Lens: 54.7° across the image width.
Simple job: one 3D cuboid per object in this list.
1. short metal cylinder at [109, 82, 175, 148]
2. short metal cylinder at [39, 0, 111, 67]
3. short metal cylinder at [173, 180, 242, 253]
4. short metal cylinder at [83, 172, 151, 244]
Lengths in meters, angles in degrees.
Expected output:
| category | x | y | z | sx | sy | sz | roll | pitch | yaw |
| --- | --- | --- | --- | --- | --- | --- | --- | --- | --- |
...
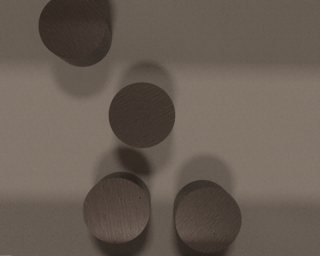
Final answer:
| category | x | y | z | sx | sy | sz | roll | pitch | yaw |
| --- | --- | --- | --- | --- | --- | --- | --- | --- | --- |
| short metal cylinder | -0.022 | -0.016 | 0.399 | 0.081 | 0.050 | 0.079 | 0 | 90 | -1 |
| short metal cylinder | -0.106 | -0.123 | 0.397 | 0.081 | 0.050 | 0.079 | 0 | 90 | -1 |
| short metal cylinder | 0.059 | 0.111 | 0.400 | 0.081 | 0.050 | 0.079 | 0 | 90 | -1 |
| short metal cylinder | -0.053 | 0.100 | 0.398 | 0.081 | 0.050 | 0.079 | 0 | 90 | -1 |
